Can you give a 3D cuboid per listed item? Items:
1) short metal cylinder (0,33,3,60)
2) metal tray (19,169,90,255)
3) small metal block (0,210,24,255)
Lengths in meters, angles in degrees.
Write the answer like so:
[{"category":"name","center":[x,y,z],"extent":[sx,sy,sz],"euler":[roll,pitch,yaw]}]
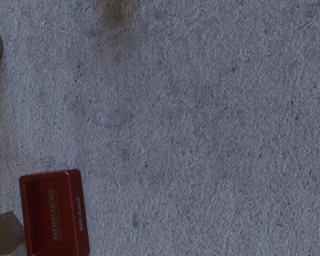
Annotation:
[{"category":"short metal cylinder","center":[-0.307,-0.135,0.504],"extent":[0.080,0.050,0.079],"euler":[0,90,20]},{"category":"metal tray","center":[-0.158,0.130,0.461],"extent":[0.090,0.030,0.129],"euler":[-8,87,19]},{"category":"small metal block","center":[-0.248,0.171,0.496],"extent":[0.050,0.025,0.050],"euler":[-46,76,14]}]
